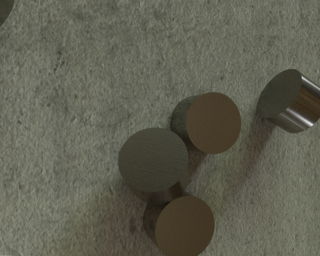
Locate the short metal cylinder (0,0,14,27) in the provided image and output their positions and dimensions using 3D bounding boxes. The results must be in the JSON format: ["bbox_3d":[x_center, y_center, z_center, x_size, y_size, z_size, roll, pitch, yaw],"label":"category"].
[{"bbox_3d":[-0.195,-0.121,0.307,0.050,0.080,0.080,43,76,-15],"label":"short metal cylinder"}]

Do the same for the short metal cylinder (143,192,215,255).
[{"bbox_3d":[0.024,0.124,0.406,0.081,0.050,0.079,0,90,-21],"label":"short metal cylinder"}]

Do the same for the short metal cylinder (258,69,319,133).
[{"bbox_3d":[0.191,-0.039,0.452,0.050,0.080,0.080,28,81,-18],"label":"short metal cylinder"}]

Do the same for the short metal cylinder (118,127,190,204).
[{"bbox_3d":[-0.005,0.046,0.374,0.080,0.050,0.080,-3,61,6],"label":"short metal cylinder"}]

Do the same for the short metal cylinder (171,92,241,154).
[{"bbox_3d":[0.061,-0.006,0.420,0.081,0.050,0.079,0,90,-21],"label":"short metal cylinder"}]
